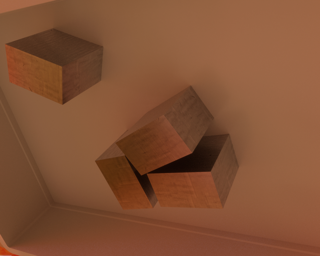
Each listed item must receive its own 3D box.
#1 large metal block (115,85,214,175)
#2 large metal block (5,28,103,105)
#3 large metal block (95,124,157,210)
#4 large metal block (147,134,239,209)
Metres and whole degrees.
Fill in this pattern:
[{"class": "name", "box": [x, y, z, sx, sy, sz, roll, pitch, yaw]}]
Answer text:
[{"class": "large metal block", "box": [0.008, 0.002, 0.371, 0.080, 0.080, 0.050, -29, 102, 37]}, {"class": "large metal block", "box": [-0.130, -0.081, 0.392, 0.080, 0.080, 0.050, 23, 127, 14]}, {"class": "large metal block", "box": [-0.029, 0.052, 0.420, 0.050, 0.080, 0.080, -13, 112, 33]}, {"class": "large metal block", "box": [0.044, 0.052, 0.382, 0.080, 0.080, 0.050, -7, 115, 31]}]
